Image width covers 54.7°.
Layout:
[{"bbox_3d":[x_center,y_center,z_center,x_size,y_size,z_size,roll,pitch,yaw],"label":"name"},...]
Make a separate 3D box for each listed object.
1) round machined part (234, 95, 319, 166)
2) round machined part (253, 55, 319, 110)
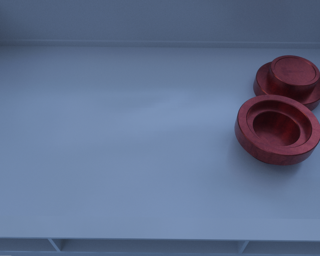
[{"bbox_3d":[0.143,0.007,0.389,0.099,0.042,0.098,0,50,0],"label":"round machined part"},{"bbox_3d":[0.191,-0.069,0.453,0.099,0.042,0.098,0,50,0],"label":"round machined part"}]
